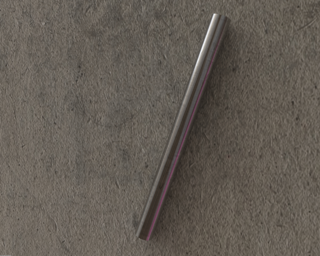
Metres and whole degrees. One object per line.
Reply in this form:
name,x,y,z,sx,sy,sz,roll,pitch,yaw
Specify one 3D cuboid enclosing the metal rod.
metal rod,0.027,0.004,0.399,0.025,0.025,0.298,21,97,19
